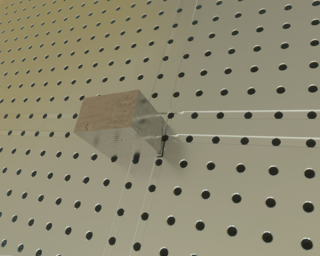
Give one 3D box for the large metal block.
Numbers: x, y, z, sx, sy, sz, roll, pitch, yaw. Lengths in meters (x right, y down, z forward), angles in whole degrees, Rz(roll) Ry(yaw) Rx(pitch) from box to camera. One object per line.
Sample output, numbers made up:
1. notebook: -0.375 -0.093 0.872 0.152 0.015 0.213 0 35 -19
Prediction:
1. large metal block: -0.047 -0.001 0.397 0.080 0.080 0.050 -5 60 25
